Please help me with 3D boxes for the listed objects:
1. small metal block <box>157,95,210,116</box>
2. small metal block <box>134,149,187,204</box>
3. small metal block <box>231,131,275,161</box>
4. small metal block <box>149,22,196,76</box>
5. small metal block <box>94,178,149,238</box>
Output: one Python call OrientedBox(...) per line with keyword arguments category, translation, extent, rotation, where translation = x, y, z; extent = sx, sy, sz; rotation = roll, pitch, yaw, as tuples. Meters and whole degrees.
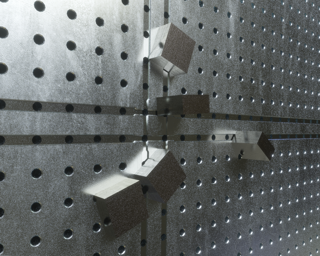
OrientedBox(category="small metal block", translation=(0.031, -0.031, 0.421), extent=(0.050, 0.050, 0.025), rotation=(-5, 94, -40))
OrientedBox(category="small metal block", translation=(0.002, 0.063, 0.413), extent=(0.050, 0.025, 0.050), rotation=(-47, 118, -30))
OrientedBox(category="small metal block", translation=(0.160, 0.030, 0.530), extent=(0.050, 0.050, 0.025), rotation=(46, 63, -31))
OrientedBox(category="small metal block", translation=(0.018, -0.107, 0.426), extent=(0.050, 0.025, 0.050), rotation=(26, 74, -37))
OrientedBox(category="small metal block", translation=(-0.045, 0.095, 0.373), extent=(0.050, 0.025, 0.050), rotation=(-23, 105, -38))
